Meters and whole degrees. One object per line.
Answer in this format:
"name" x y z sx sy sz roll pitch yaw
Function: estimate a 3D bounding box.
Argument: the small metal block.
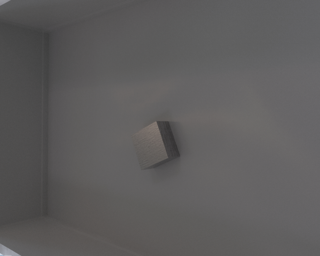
"small metal block" -0.007 0.024 0.414 0.050 0.025 0.050 -29 72 36
